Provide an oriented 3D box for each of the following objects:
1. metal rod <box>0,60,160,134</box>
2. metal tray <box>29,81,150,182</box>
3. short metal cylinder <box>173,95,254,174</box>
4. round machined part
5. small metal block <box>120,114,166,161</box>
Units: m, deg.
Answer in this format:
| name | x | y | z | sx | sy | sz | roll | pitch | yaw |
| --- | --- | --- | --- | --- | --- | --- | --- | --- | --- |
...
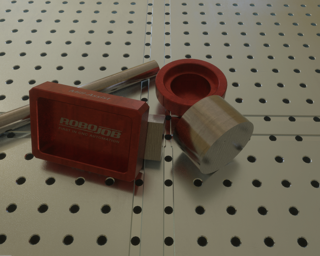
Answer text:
| name | x | y | z | sx | sy | sz | roll | pitch | yaw |
| --- | --- | --- | --- | --- | --- | --- | --- | --- | --- |
| metal rod | -0.137 | -0.038 | 0.437 | 0.302 | 0.025 | 0.025 | -24 | 54 | -19 |
| metal tray | -0.083 | 0.004 | 0.358 | 0.131 | 0.089 | 0.030 | 13 | 25 | 10 |
| short metal cylinder | 0.063 | 0.008 | 0.366 | 0.081 | 0.080 | 0.050 | -28 | 56 | -22 |
| round machined part | 0.043 | -0.052 | 0.441 | 0.099 | 0.042 | 0.098 | 0 | 50 | 0 |
| small metal block | -0.021 | 0.010 | 0.379 | 0.050 | 0.050 | 0.025 | 6 | 24 | 4 |
